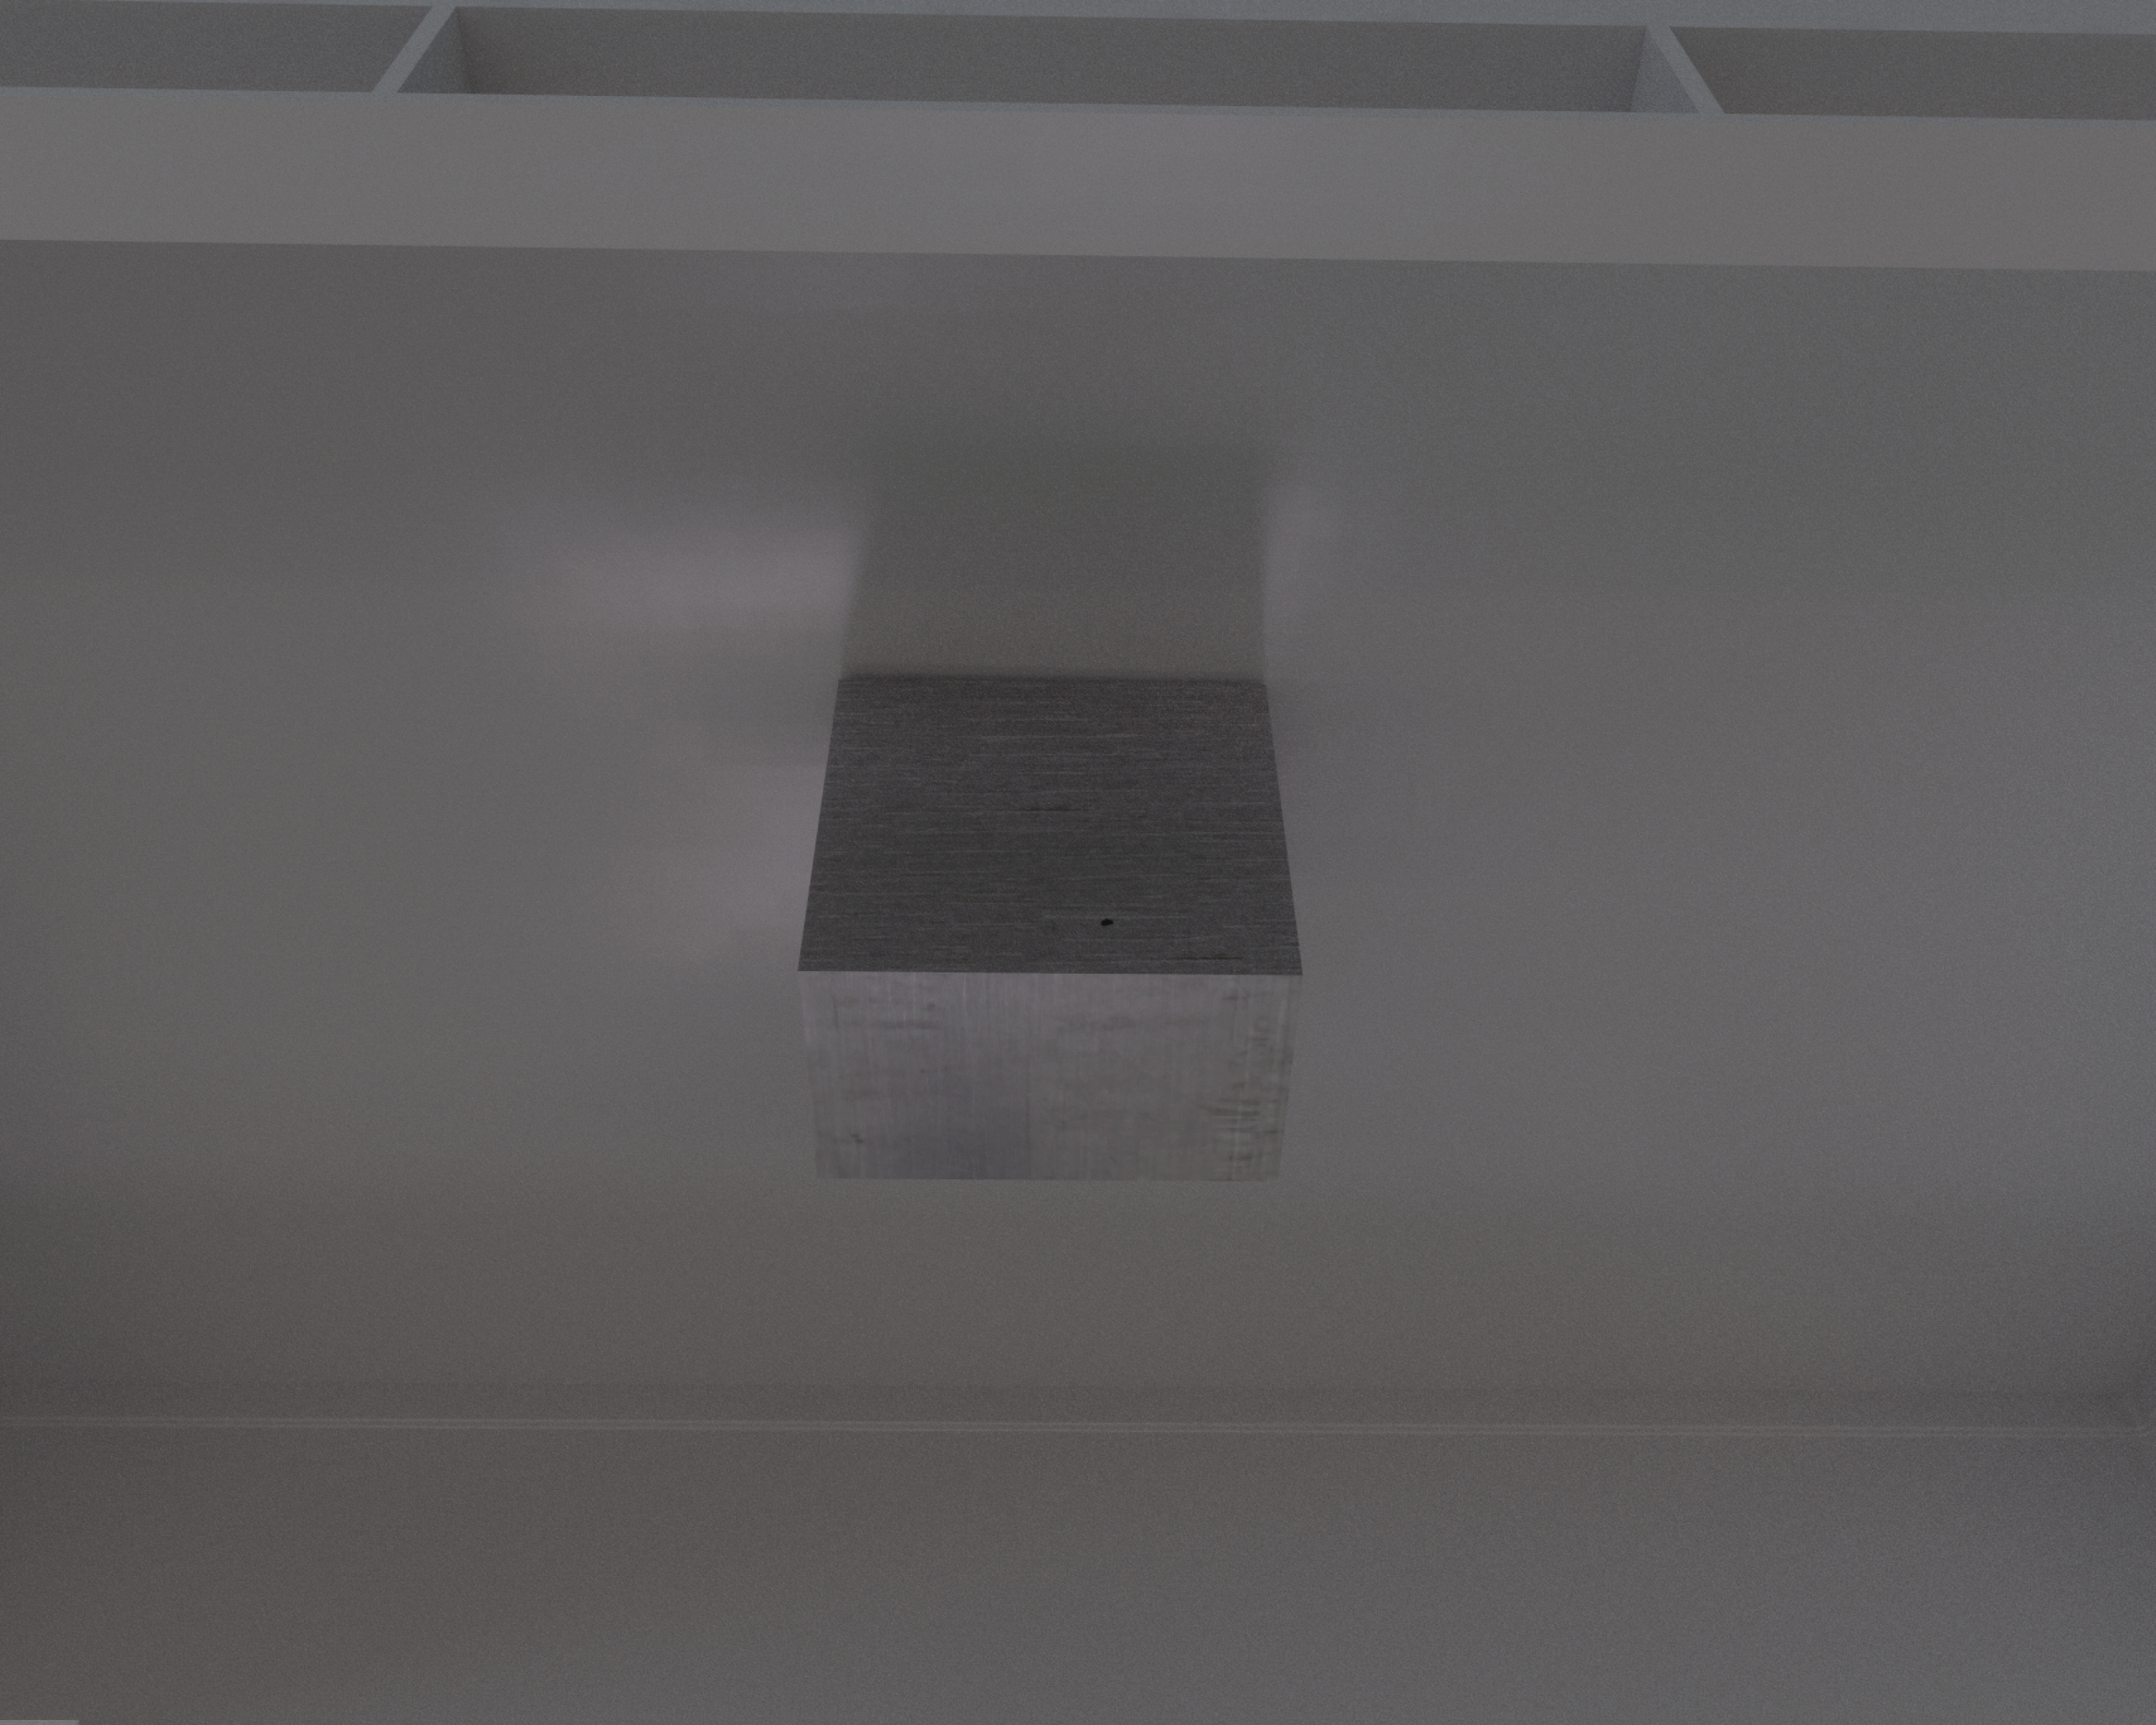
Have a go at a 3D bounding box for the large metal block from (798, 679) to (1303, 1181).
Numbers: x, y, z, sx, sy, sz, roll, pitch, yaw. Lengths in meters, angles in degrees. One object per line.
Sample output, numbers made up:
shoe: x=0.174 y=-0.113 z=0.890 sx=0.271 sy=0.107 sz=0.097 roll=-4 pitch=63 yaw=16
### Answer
large metal block: x=-0.005 y=0.011 z=0.379 sx=0.080 sy=0.080 sz=0.050 roll=1 pitch=130 yaw=-1
